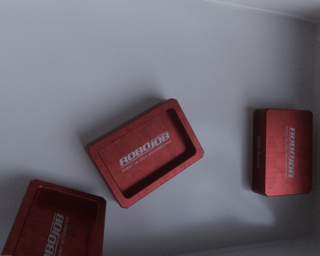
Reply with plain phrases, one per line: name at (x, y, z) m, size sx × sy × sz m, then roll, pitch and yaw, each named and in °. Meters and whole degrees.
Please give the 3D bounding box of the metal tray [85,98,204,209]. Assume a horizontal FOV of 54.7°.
metal tray at (-0.017, 0.030, 0.402) m, size 0.131 × 0.030 × 0.090 m, roll -32°, pitch 101°, yaw -18°

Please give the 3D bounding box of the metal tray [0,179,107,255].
metal tray at (-0.106, 0.116, 0.317) m, size 0.091 × 0.130 × 0.030 m, roll 20°, pitch 117°, yaw -17°

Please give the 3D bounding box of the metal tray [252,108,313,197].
metal tray at (0.191, 0.037, 0.480) m, size 0.091 × 0.030 × 0.129 m, roll 1°, pitch 90°, yaw -21°
